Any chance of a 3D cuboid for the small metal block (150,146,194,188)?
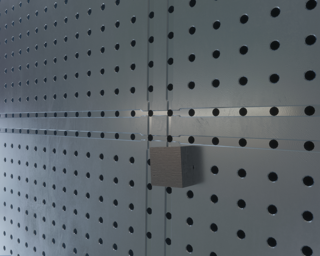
[{"bbox_3d":[0.015,0.049,0.398,0.050,0.025,0.050,-4,87,40],"label":"small metal block"}]
